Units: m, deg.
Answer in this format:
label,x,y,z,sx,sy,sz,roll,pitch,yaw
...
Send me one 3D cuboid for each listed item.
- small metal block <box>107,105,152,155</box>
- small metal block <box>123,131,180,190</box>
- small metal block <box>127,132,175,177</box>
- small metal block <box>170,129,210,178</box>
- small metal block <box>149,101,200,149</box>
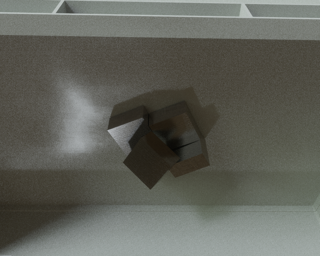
label,x,y,z,sx,sy,sz,roll,pitch,yaw
small metal block,-0.033,0.004,0.410,0.050,0.025,0.050,-20,128,15
small metal block,-0.011,0.041,0.393,0.050,0.025,0.050,43,124,9
small metal block,-0.012,0.039,0.440,0.050,0.025,0.050,-20,128,15
small metal block,0.036,0.033,0.419,0.050,0.050,0.025,-23,127,17
small metal block,0.019,-0.002,0.406,0.050,0.025,0.050,-20,128,15
